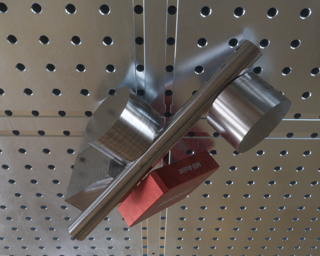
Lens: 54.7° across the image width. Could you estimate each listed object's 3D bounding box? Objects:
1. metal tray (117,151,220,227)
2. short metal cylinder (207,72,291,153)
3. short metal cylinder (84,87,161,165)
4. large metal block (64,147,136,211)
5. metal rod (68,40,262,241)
[{"bbox_3d":[0.015,0.080,0.425,0.131,0.030,0.090,-11,148,-51],"label":"metal tray"},{"bbox_3d":[0.101,-0.017,0.356,0.080,0.050,0.080,-32,152,-19],"label":"short metal cylinder"},{"bbox_3d":[-0.045,-0.003,0.372,0.080,0.080,0.050,-36,122,26],"label":"short metal cylinder"},{"bbox_3d":[-0.077,0.064,0.428,0.080,0.080,0.050,-32,123,24],"label":"large metal block"},{"bbox_3d":[0.000,0.020,0.358,0.299,0.025,0.025,-47,119,7],"label":"metal rod"}]
